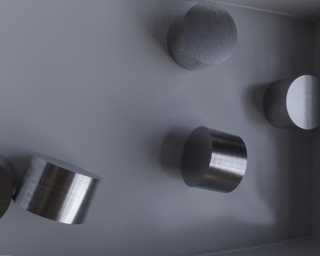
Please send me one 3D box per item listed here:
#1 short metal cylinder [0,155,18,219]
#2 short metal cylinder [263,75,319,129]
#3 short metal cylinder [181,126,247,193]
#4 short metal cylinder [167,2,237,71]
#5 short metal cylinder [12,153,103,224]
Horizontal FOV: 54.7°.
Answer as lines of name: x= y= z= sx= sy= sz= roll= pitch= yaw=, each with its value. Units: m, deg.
short metal cylinder: x=-0.196 y=0.064 z=0.324 sx=0.081 sy=0.050 sz=0.079 roll=0 pitch=90 yaw=-19
short metal cylinder: x=0.208 y=-0.038 z=0.476 sx=0.081 sy=0.050 sz=0.079 roll=0 pitch=90 yaw=-21
short metal cylinder: x=0.069 y=0.042 z=0.408 sx=0.050 sy=0.080 sz=0.080 roll=15 pitch=85 yaw=-20
short metal cylinder: x=0.056 y=-0.121 z=0.419 sx=0.081 sy=0.050 sz=0.079 roll=0 pitch=90 yaw=-21
short metal cylinder: x=-0.111 y=0.066 z=0.341 sx=0.080 sy=0.080 sz=0.050 roll=24 pitch=82 yaw=-19
